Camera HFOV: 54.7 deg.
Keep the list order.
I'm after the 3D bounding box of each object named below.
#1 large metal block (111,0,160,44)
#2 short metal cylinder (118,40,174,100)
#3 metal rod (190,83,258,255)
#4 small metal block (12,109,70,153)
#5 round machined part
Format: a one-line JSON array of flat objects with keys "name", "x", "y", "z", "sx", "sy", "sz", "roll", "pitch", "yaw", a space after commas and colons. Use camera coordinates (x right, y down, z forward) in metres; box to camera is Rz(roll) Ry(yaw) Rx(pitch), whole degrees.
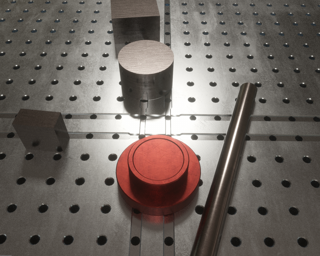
[{"name": "large metal block", "x": -0.045, "y": -0.198, "z": 0.557, "sx": 0.081, "sy": 0.050, "sz": 0.080, "roll": -5, "pitch": 50, "yaw": -5}, {"name": "short metal cylinder", "x": -0.020, "y": -0.088, "z": 0.465, "sx": 0.081, "sy": 0.050, "sz": 0.080, "roll": 1, "pitch": 50, "yaw": 0}, {"name": "metal rod", "x": 0.079, "y": 0.050, "z": 0.366, "sx": 0.025, "sy": 0.025, "sz": 0.301, "roll": 16, "pitch": 52, "yaw": 13}, {"name": "small metal block", "x": -0.146, "y": 0.004, "z": 0.386, "sx": 0.050, "sy": 0.050, "sz": 0.025, "roll": 6, "pitch": 50, "yaw": 4}, {"name": "round machined part", "x": -0.002, "y": 0.046, "z": 0.358, "sx": 0.099, "sy": 0.042, "sz": 0.098, "roll": 0, "pitch": 50, "yaw": 0}]
